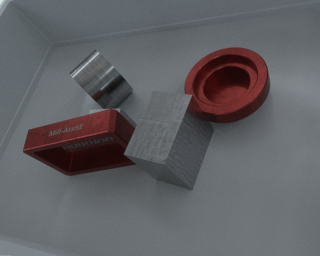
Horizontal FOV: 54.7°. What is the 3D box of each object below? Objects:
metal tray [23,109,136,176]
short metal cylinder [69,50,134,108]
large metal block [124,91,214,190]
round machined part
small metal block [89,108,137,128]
[{"bbox_3d":[-0.092,0.023,0.395,0.130,0.090,0.030,-12,57,21],"label":"metal tray"},{"bbox_3d":[-0.085,-0.068,0.455,0.050,0.080,0.080,-44,51,-2],"label":"short metal cylinder"},{"bbox_3d":[0.015,0.015,0.352,0.050,0.080,0.080,10,67,32],"label":"large metal block"},{"bbox_3d":[0.083,-0.048,0.379,0.098,0.042,0.098,-13,55,19],"label":"round machined part"},{"bbox_3d":[-0.065,-0.002,0.424,0.050,0.050,0.025,-1,62,27],"label":"small metal block"}]
